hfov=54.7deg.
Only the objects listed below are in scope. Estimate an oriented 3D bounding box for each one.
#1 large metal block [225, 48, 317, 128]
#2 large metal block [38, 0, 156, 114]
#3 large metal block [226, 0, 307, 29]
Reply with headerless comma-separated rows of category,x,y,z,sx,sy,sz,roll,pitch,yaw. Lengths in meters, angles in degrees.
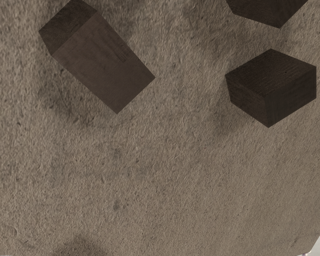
large metal block,0.149,-0.057,0.420,0.080,0.080,0.050,-30,129,-9
large metal block,-0.061,-0.071,0.295,0.050,0.080,0.080,-44,130,2
large metal block,0.103,-0.162,0.330,0.050,0.080,0.080,-46,130,3
